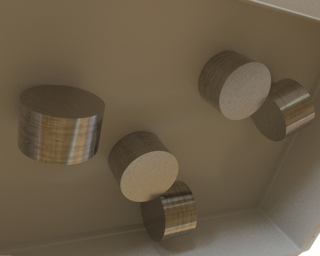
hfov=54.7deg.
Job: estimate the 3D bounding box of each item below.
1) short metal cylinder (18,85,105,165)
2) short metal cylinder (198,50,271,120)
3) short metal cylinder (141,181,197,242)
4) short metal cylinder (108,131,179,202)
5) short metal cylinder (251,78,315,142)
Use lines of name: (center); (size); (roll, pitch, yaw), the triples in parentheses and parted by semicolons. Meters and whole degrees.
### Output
short metal cylinder: (-0.100, -0.006, 0.316); (0.081, 0.080, 0.050); (0, 119, -29)
short metal cylinder: (0.099, -0.057, 0.413); (0.081, 0.050, 0.079); (-14, 125, -21)
short metal cylinder: (0.011, 0.121, 0.456); (0.050, 0.080, 0.079); (-3, 120, -27)
short metal cylinder: (-0.023, 0.051, 0.413); (0.081, 0.050, 0.079); (-14, 125, -21)
short metal cylinder: (0.176, -0.027, 0.456); (0.050, 0.080, 0.080); (-25, 128, -13)
